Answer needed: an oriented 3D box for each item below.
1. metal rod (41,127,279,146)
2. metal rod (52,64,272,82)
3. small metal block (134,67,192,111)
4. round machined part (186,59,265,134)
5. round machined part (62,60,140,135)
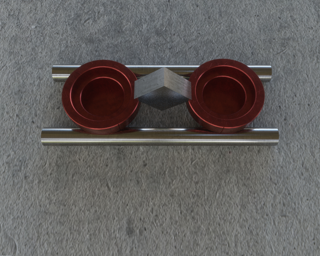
[{"bbox_3d":[0.000,0.011,0.405,0.302,0.025,0.025,0,70,0],"label":"metal rod"},{"bbox_3d":[0.003,-0.077,0.437,0.302,0.025,0.025,0,70,0],"label":"metal rod"},{"bbox_3d":[0.004,-0.047,0.385,0.050,0.050,0.025,-18,63,40],"label":"small metal block"},{"bbox_3d":[0.083,-0.039,0.409,0.099,0.042,0.098,0,70,0],"label":"round machined part"},{"bbox_3d":[-0.074,-0.037,0.409,0.099,0.042,0.098,0,70,0],"label":"round machined part"}]
